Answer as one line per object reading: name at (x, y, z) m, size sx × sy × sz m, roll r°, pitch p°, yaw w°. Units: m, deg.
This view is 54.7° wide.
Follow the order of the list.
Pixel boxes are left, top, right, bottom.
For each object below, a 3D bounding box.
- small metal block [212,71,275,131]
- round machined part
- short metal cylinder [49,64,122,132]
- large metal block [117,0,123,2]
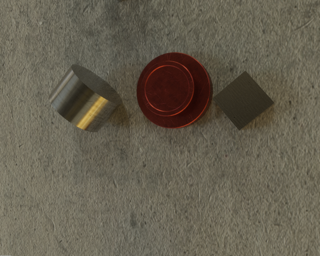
small metal block at (0.100, -0.032, 0.373) m, size 0.050 × 0.025 × 0.050 m, roll -41°, pitch 78°, yaw 15°
round machined part at (0.015, -0.048, 0.394) m, size 0.098 × 0.042 × 0.097 m, roll 0°, pitch 90°, yaw 19°
short metal cylinder at (-0.098, -0.040, 0.413) m, size 0.080 × 0.080 × 0.050 m, roll 44°, pitch 104°, yaw 14°
large metal block at (-0.060, -0.225, 0.400) m, size 0.050 × 0.080 × 0.080 m, roll -19°, pitch 84°, yaw 19°
